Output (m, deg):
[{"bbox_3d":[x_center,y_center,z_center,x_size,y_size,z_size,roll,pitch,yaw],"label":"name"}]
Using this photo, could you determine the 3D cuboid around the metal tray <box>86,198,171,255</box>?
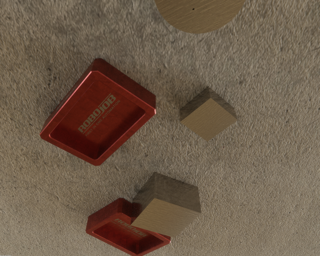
[{"bbox_3d":[-0.055,0.184,0.559,0.090,0.030,0.130,-35,122,26],"label":"metal tray"}]

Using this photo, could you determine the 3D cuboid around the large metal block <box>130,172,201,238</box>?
[{"bbox_3d":[0.008,0.125,0.498,0.080,0.050,0.080,23,127,-18],"label":"large metal block"}]

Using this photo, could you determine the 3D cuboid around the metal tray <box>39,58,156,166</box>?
[{"bbox_3d":[-0.078,-0.014,0.391,0.090,0.030,0.129,33,123,-25],"label":"metal tray"}]

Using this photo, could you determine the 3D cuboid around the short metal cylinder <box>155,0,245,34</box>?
[{"bbox_3d":[0.034,-0.133,0.278,0.081,0.050,0.079,0,130,0],"label":"short metal cylinder"}]

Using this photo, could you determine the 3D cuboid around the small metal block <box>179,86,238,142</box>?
[{"bbox_3d":[0.061,-0.017,0.394,0.050,0.025,0.050,35,122,-26],"label":"small metal block"}]
